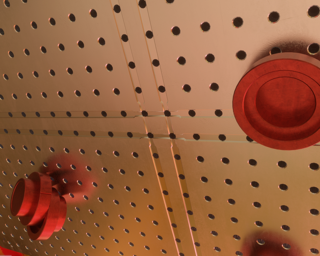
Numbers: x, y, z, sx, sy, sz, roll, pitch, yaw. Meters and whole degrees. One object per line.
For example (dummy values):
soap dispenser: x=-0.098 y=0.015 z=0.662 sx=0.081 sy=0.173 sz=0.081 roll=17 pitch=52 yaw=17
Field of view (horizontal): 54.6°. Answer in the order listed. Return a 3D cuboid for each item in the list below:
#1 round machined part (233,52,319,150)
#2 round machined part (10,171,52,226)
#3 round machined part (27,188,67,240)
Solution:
round machined part: x=0.128 y=-0.029 z=0.315 sx=0.098 sy=0.042 sz=0.097 roll=13 pitch=124 yaw=21
round machined part: x=-0.242 y=0.129 z=0.571 sx=0.042 sy=0.098 sz=0.098 roll=19 pitch=142 yaw=-39
round machined part: x=-0.213 y=0.163 z=0.592 sx=0.042 sy=0.098 sz=0.098 roll=19 pitch=142 yaw=-39
